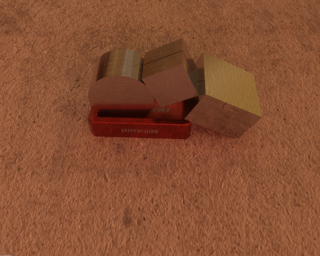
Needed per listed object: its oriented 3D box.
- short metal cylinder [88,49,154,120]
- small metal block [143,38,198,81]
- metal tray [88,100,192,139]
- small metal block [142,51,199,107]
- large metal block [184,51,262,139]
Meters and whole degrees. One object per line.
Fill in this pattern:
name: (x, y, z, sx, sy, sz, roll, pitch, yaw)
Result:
short metal cylinder: (-0.047, -0.053, 0.396, 0.081, 0.080, 0.050, 1, 50, 0)
small metal block: (0.014, -0.076, 0.384, 0.050, 0.050, 0.025, -16, 45, 21)
metal tray: (-0.024, -0.030, 0.426, 0.131, 0.030, 0.090, 2, 50, 1)
small metal block: (0.013, -0.056, 0.367, 0.050, 0.050, 0.025, -16, 45, 21)
large metal block: (0.079, -0.042, 0.406, 0.080, 0.050, 0.080, 20, 48, -18)
